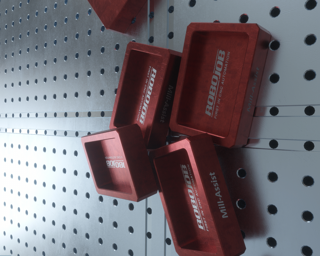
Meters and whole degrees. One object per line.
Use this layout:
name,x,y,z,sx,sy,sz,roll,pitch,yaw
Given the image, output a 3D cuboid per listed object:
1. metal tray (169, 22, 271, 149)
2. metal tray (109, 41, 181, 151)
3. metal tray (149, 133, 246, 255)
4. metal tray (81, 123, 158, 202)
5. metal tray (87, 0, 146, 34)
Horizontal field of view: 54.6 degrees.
metal tray,0.064,-0.050,0.353,0.090,0.030,0.129,17,101,38
metal tray,-0.020,-0.044,0.415,0.090,0.030,0.129,26,107,45
metal tray,0.037,0.079,0.351,0.090,0.030,0.129,-26,79,56
metal tray,-0.060,0.047,0.420,0.130,0.030,0.090,-10,97,56
metal tray,-0.072,-0.219,0.467,0.090,0.030,0.130,-47,62,30
